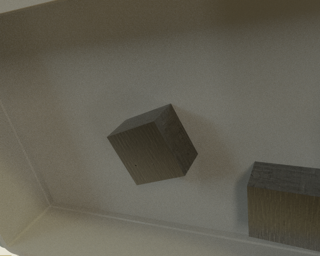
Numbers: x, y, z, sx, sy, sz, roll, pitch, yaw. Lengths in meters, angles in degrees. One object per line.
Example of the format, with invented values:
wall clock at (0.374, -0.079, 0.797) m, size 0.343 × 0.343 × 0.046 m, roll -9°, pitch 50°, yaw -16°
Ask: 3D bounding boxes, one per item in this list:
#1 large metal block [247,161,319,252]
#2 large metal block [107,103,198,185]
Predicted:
large metal block at (0.151, 0.091, 0.369) m, size 0.080 × 0.050 × 0.079 m, roll 4°, pitch 121°, yaw 26°
large metal block at (-0.009, 0.024, 0.412) m, size 0.080 × 0.050 × 0.080 m, roll -18°, pitch 109°, yaw 35°
